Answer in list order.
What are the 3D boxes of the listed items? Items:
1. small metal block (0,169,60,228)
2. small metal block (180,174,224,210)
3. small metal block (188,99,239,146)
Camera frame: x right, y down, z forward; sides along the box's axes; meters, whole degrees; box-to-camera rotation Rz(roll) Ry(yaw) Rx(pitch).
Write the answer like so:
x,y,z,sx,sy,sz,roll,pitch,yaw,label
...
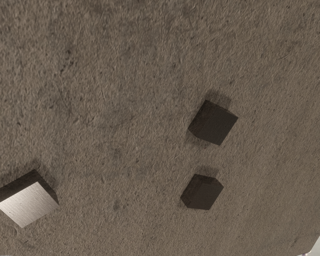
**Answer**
x,y,z,sx,sy,sz,roll,pitch,yaw,label
-0.159,0.085,0.374,0.050,0.025,0.050,-30,129,-9,small metal block
0.070,0.107,0.514,0.050,0.025,0.050,17,109,-35,small metal block
0.077,-0.007,0.447,0.050,0.025,0.050,20,108,-36,small metal block
